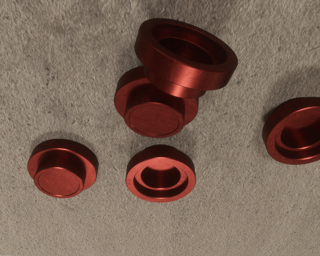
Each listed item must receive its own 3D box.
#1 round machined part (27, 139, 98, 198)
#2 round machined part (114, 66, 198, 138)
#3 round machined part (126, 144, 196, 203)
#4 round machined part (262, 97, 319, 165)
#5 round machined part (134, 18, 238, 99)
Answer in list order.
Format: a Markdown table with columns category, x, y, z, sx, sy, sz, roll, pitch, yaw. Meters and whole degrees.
| category | x | y | z | sx | sy | sz | roll | pitch | yaw |
| --- | --- | --- | --- | --- | --- | --- | --- | --- | --- |
| round machined part | -0.142 | 0.065 | 0.449 | 0.099 | 0.042 | 0.097 | -1 | 130 | 0 |
| round machined part | -0.005 | -0.024 | 0.360 | 0.099 | 0.042 | 0.098 | 4 | 145 | 3 |
| round machined part | 0.001 | 0.062 | 0.449 | 0.099 | 0.042 | 0.097 | -1 | 130 | 0 |
| round machined part | 0.181 | -0.001 | 0.398 | 0.099 | 0.042 | 0.097 | -1 | 130 | 0 |
| round machined part | 0.022 | -0.065 | 0.304 | 0.099 | 0.098 | 0.042 | 14 | 128 | -12 |
